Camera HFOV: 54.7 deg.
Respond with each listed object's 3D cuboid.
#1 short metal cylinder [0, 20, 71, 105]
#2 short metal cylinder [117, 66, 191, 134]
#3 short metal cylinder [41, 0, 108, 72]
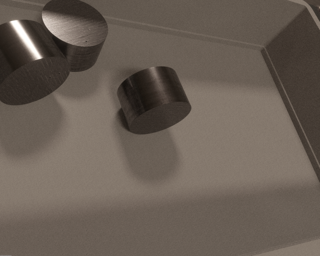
[{"bbox_3d":[-0.146,-0.069,0.334,0.081,0.080,0.050,-28,77,-37],"label":"short metal cylinder"},{"bbox_3d":[-0.008,-0.033,0.388,0.081,0.080,0.050,-8,66,-32],"label":"short metal cylinder"},{"bbox_3d":[-0.114,-0.120,0.403,0.081,0.050,0.080,14,56,-21],"label":"short metal cylinder"}]
